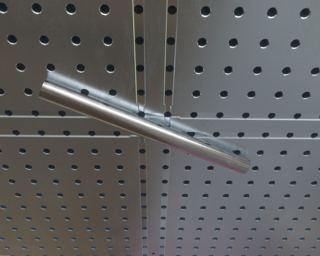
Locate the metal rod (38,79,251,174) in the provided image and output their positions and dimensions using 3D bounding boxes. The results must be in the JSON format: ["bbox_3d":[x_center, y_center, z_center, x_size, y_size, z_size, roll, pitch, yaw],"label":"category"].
[{"bbox_3d":[-0.007,0.005,0.416,0.302,0.025,0.025,21,127,-18],"label":"metal rod"}]
